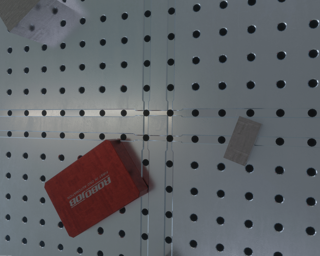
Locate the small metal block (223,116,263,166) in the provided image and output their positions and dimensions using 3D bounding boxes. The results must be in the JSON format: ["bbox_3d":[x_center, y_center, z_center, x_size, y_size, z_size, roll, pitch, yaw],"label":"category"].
[{"bbox_3d":[0.099,0.014,0.364,0.025,0.050,0.050,22,97,19],"label":"small metal block"}]

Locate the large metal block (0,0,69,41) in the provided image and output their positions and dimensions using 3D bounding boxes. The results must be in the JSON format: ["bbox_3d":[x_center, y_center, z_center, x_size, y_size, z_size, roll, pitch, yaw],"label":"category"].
[{"bbox_3d":[-0.201,-0.195,0.470,0.080,0.050,0.080,-37,78,16],"label":"large metal block"}]

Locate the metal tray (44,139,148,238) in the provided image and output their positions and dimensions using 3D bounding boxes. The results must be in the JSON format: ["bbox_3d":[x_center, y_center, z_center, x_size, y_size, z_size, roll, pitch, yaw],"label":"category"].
[{"bbox_3d":[-0.093,0.086,0.443,0.130,0.030,0.090,-34,79,16],"label":"metal tray"}]
